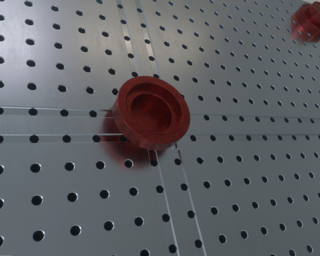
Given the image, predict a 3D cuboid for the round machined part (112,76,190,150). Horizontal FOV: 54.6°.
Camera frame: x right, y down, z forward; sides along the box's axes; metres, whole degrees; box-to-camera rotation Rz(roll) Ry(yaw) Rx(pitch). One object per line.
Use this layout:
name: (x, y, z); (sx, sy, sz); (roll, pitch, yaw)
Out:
round machined part: (-0.014, -0.015, 0.399); (0.099, 0.042, 0.098); (13, 56, -21)

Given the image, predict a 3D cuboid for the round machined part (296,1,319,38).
round machined part: (0.395, -0.277, 0.778); (0.099, 0.042, 0.098); (13, 56, -21)
